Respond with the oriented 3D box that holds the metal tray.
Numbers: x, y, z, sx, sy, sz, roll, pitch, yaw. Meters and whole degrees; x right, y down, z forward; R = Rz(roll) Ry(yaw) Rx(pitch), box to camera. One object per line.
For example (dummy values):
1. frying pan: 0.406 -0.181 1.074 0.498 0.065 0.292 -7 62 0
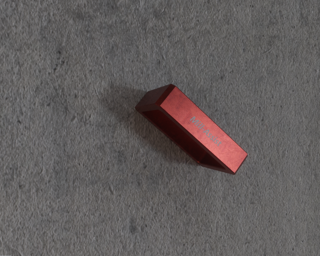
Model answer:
1. metal tray: 0.036 0.003 0.390 0.130 0.090 0.030 41 77 -16
